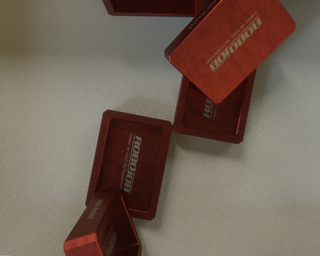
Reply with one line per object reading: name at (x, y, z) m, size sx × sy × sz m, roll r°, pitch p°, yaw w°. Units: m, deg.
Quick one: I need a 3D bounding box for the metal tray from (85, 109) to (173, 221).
metal tray at (-0.039, 0.047, 0.408) m, size 0.091 × 0.030 × 0.129 m, roll 11°, pitch 90°, yaw -1°

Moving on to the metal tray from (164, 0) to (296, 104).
metal tray at (0.081, -0.103, 0.364) m, size 0.090 × 0.030 × 0.130 m, roll 39°, pitch 103°, yaw -26°

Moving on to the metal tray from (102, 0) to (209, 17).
metal tray at (-0.004, -0.167, 0.378) m, size 0.131 × 0.090 × 0.030 m, roll 1°, pitch 90°, yaw -1°

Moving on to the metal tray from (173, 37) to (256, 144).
metal tray at (0.073, -0.050, 0.409) m, size 0.091 × 0.030 × 0.129 m, roll 11°, pitch 90°, yaw -1°

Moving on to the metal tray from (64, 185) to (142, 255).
metal tray at (-0.053, 0.126, 0.329) m, size 0.030 × 0.130 × 0.090 m, roll -18°, pitch 98°, yaw 4°
